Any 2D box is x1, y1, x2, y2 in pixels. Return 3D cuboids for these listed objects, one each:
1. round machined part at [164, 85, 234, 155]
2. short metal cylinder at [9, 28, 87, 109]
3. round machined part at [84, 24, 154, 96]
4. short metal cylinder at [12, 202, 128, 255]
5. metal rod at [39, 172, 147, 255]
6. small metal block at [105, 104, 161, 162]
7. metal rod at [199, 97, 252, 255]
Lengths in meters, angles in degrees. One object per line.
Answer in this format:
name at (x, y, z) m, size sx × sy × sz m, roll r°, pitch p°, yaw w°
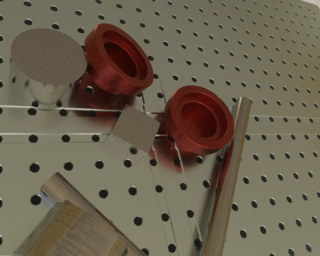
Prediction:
round machined part at (0.049, -0.007, 0.428) m, size 0.099 × 0.042 × 0.098 m, roll 14°, pitch 56°, yaw -21°
short metal cylinder at (-0.132, -0.069, 0.363) m, size 0.081 × 0.050 × 0.080 m, roll 14°, pitch 56°, yaw -21°
round machined part at (-0.057, -0.083, 0.402) m, size 0.098 × 0.042 × 0.098 m, roll 36°, pitch 36°, yaw -31°
short metal cylinder at (-0.075, 0.110, 0.266) m, size 0.080 × 0.080 × 0.050 m, roll 38°, pitch 51°, yaw -3°
metal rod at (-0.003, 0.156, 0.311) m, size 0.300 × 0.025 × 0.025 m, roll 43°, pitch 51°, yaw 1°
small metal block at (-0.033, 0.006, 0.387) m, size 0.050 × 0.025 × 0.050 m, roll 29°, pitch 52°, yaw -10°
metal rod at (0.090, 0.068, 0.414) m, size 0.025 × 0.025 × 0.300 m, roll 30°, pitch 52°, yaw -9°
